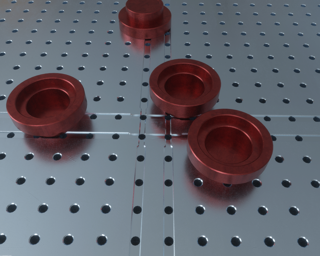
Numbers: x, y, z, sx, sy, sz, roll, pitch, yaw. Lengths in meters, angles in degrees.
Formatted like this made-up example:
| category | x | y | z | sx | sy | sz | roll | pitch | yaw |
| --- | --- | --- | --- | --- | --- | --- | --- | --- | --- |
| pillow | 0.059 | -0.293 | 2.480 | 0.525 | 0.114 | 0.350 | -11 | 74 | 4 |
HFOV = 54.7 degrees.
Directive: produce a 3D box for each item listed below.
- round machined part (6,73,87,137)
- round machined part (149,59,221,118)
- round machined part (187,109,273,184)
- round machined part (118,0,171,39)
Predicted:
| category | x | y | z | sx | sy | sz | roll | pitch | yaw |
| --- | --- | --- | --- | --- | --- | --- | --- | --- | --- |
| round machined part | -0.148 | -0.027 | 0.417 | 0.099 | 0.042 | 0.098 | 0 | 50 | 0 |
| round machined part | 0.034 | -0.052 | 0.441 | 0.099 | 0.042 | 0.098 | 0 | 50 | 0 |
| round machined part | 0.082 | 0.026 | 0.376 | 0.099 | 0.042 | 0.098 | 0 | 50 | 0 |
| round machined part | -0.028 | -0.211 | 0.573 | 0.099 | 0.042 | 0.098 | 0 | 50 | 0 |
